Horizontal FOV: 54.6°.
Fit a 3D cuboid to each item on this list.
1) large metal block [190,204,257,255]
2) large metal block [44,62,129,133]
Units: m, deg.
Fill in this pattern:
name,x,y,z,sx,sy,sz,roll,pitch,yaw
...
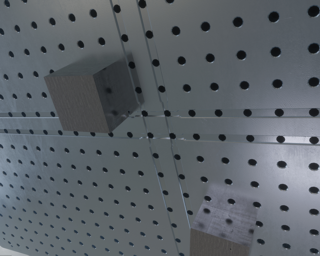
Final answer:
name,x,y,z,sx,sy,sz,roll,pitch,yaw
large metal block,0.090,0.167,0.451,0.080,0.050,0.080,12,124,22
large metal block,-0.098,-0.041,0.422,0.080,0.050,0.080,3,120,27
